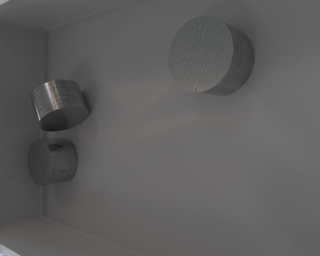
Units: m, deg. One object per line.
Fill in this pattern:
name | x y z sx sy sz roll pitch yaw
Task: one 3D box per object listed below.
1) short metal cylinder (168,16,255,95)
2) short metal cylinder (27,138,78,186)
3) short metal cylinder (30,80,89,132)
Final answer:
short metal cylinder | 0.056 -0.077 0.344 0.080 0.050 0.080 0 90 40
short metal cylinder | -0.190 0.058 0.548 0.080 0.050 0.080 0 90 40
short metal cylinder | -0.163 -0.035 0.506 0.080 0.081 0.050 -37 68 34
